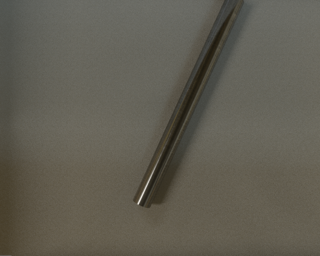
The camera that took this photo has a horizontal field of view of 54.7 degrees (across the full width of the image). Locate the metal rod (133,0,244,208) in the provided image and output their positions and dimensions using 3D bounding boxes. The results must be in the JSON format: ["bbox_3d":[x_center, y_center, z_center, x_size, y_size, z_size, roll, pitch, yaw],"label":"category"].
[{"bbox_3d":[0.038,-0.036,0.411,0.025,0.025,0.299,25,90,-1],"label":"metal rod"}]
